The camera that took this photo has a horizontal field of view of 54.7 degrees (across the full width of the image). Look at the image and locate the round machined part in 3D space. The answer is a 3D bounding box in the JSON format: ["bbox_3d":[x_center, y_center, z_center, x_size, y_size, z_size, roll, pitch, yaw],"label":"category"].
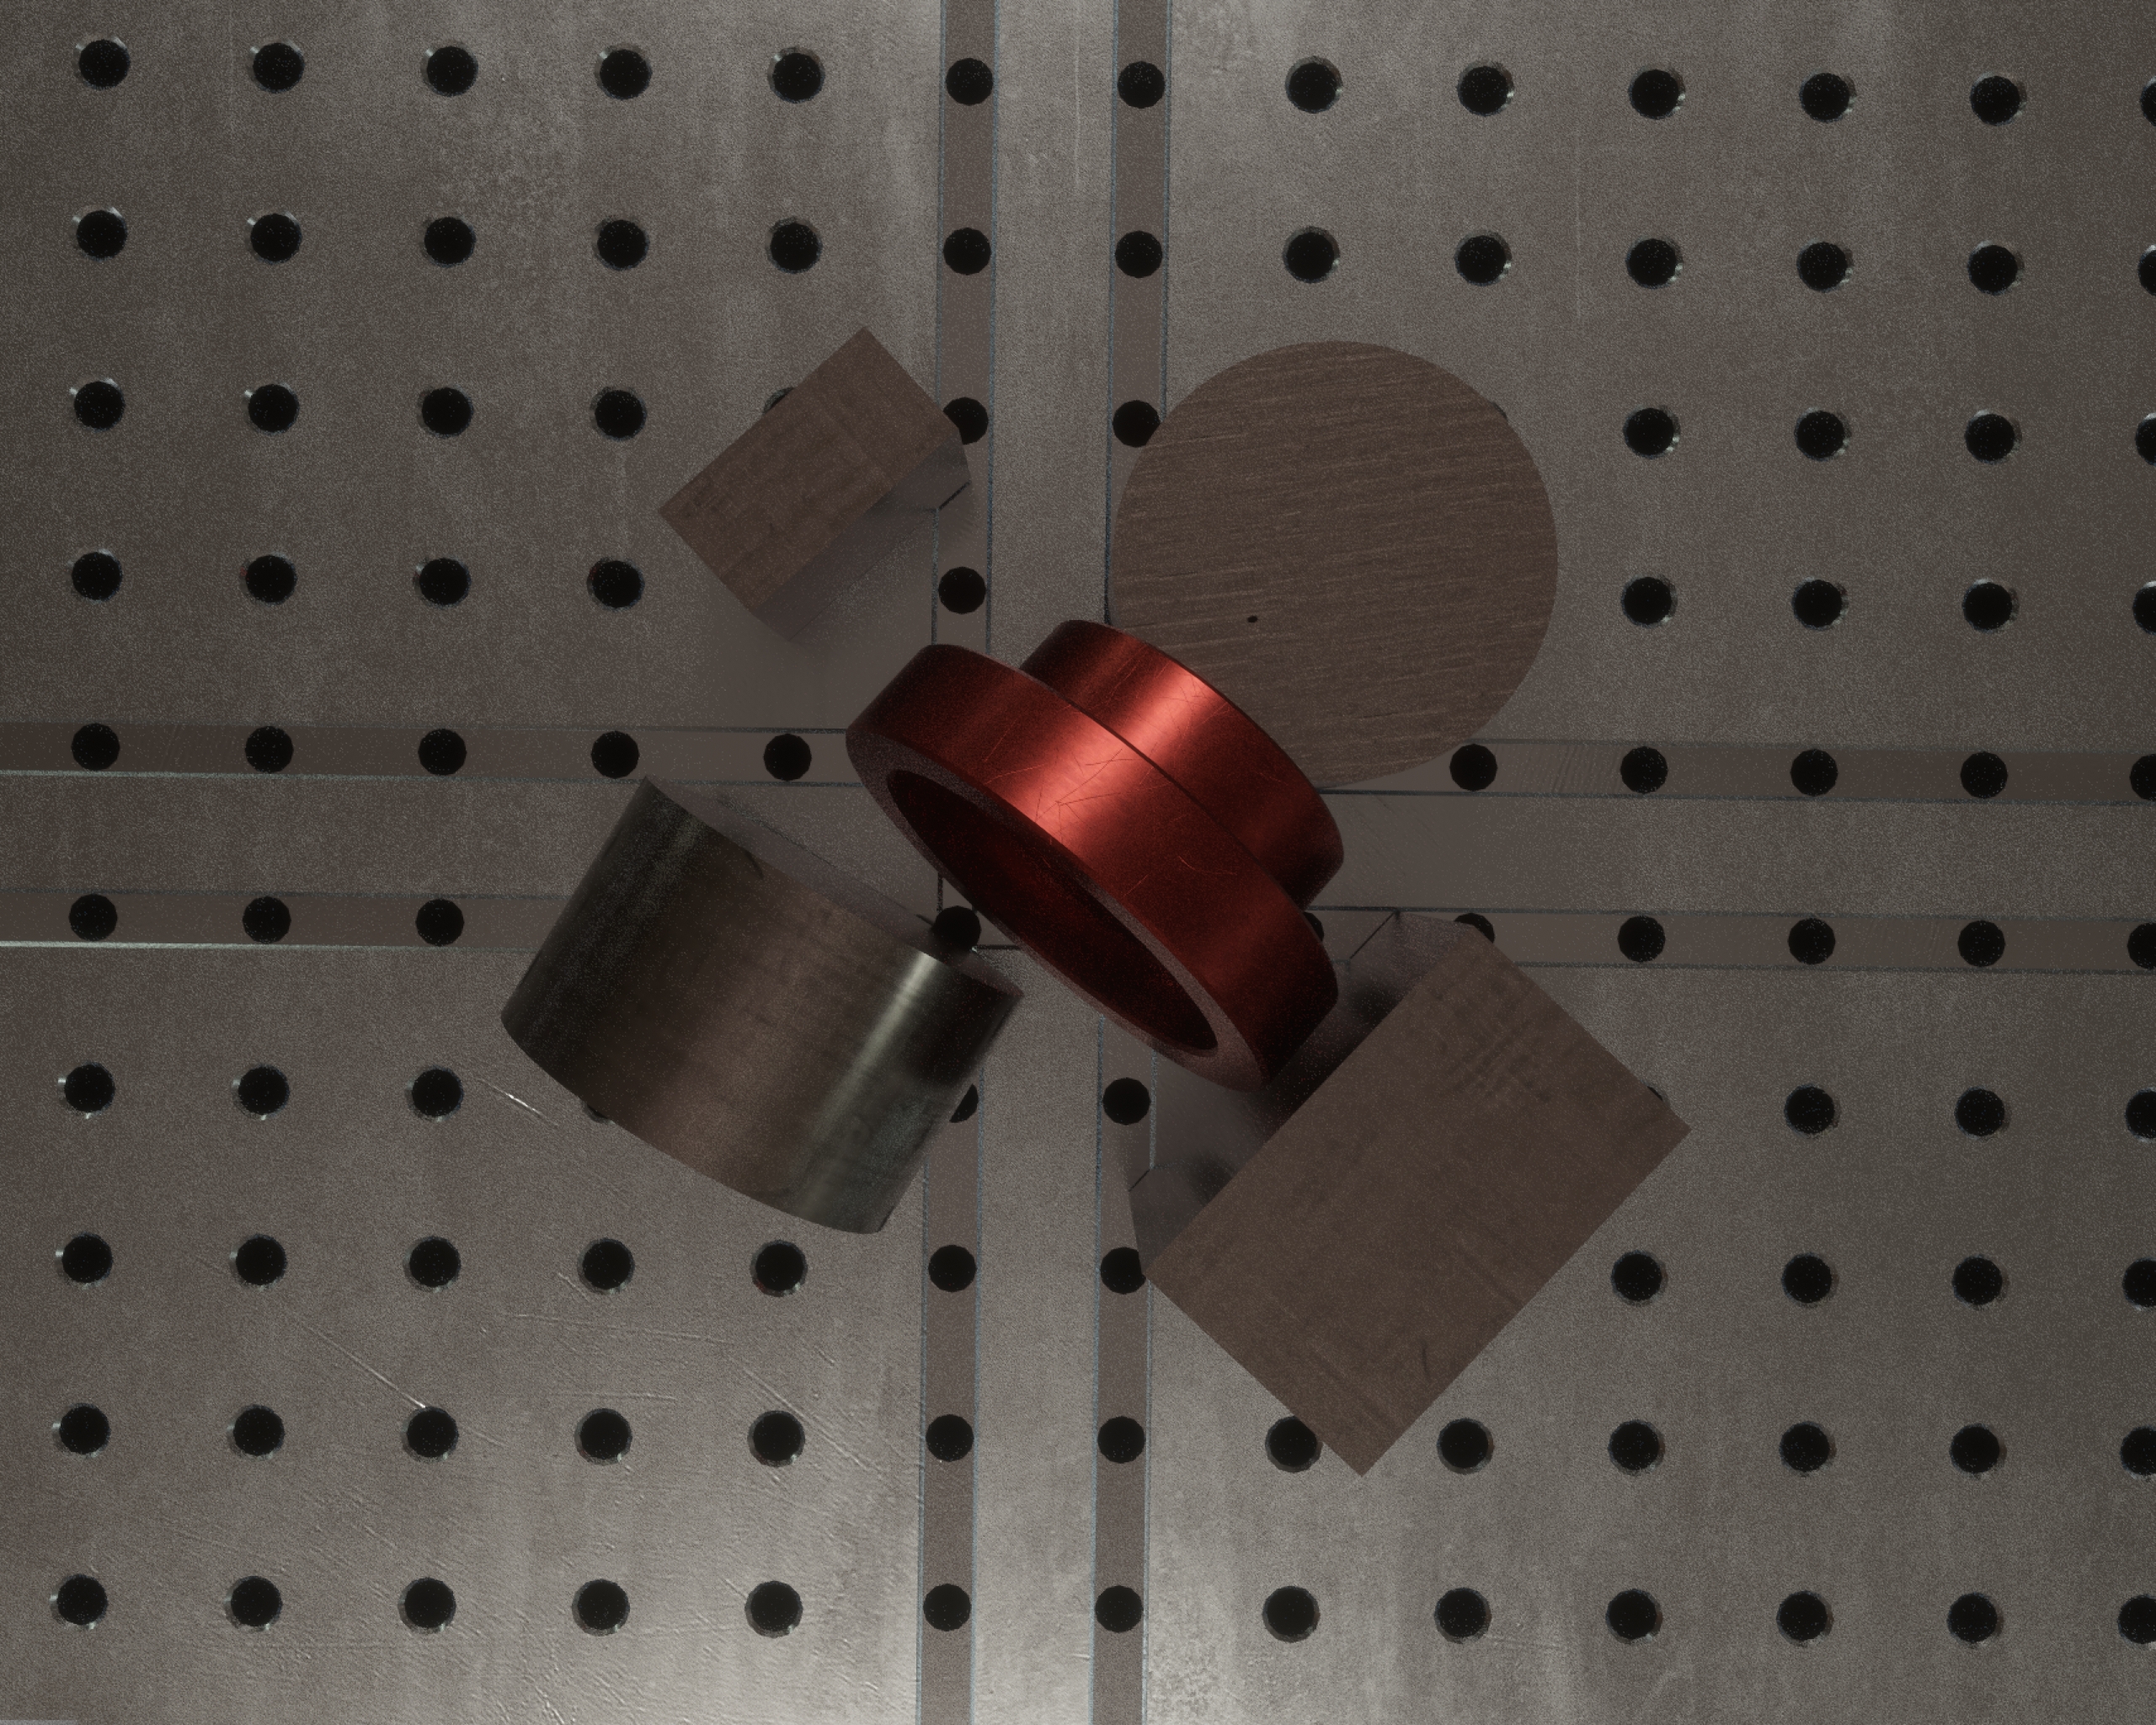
[{"bbox_3d":[0.009,-0.006,0.377,0.098,0.098,0.042,41,78,-1],"label":"round machined part"}]

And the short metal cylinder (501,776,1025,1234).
[{"bbox_3d":[-0.057,0.026,0.385,0.080,0.080,0.050,31,90,-1],"label":"short metal cylinder"}]

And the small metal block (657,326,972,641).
[{"bbox_3d":[-0.049,-0.071,0.400,0.050,0.050,0.025,-42,90,0],"label":"small metal block"}]

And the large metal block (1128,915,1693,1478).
[{"bbox_3d":[0.056,0.056,0.387,0.050,0.080,0.080,43,90,-1],"label":"large metal block"}]

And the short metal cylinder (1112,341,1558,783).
[{"bbox_3d":[0.046,-0.054,0.401,0.081,0.050,0.079,0,90,-1],"label":"short metal cylinder"}]
